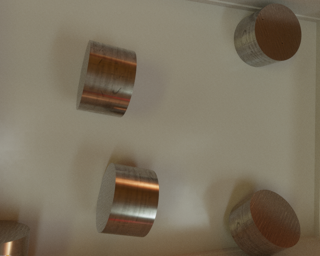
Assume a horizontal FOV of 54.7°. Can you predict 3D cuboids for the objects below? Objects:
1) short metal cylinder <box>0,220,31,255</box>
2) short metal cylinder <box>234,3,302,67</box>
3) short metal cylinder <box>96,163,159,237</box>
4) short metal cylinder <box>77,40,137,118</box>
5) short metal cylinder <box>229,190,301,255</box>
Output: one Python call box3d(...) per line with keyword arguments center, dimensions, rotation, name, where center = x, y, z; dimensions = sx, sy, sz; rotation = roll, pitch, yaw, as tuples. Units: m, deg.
box3d(center=(-0.178, 0.131, 0.316), dimensions=(0.081, 0.080, 0.050), rotation=(6, 88, -20), name="short metal cylinder")
box3d(center=(0.157, -0.134, 0.455), dimensions=(0.081, 0.050, 0.080), rotation=(0, 90, -20), name="short metal cylinder")
box3d(center=(-0.040, 0.085, 0.367), dimensions=(0.050, 0.080, 0.080), rotation=(14, 86, -20), name="short metal cylinder")
box3d(center=(-0.064, -0.056, 0.358), dimensions=(0.050, 0.080, 0.080), rotation=(10, 87, -20), name="short metal cylinder")
box3d(center=(0.144, 0.133, 0.430), dimensions=(0.081, 0.050, 0.080), rotation=(16, 48, -18), name="short metal cylinder")
